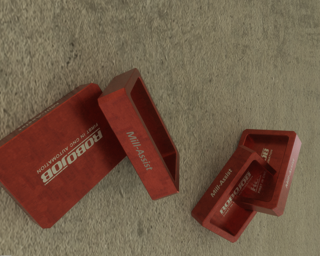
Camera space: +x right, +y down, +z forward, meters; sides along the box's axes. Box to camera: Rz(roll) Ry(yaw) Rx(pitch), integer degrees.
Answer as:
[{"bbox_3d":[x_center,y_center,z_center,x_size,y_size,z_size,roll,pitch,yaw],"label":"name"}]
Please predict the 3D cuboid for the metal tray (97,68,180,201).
[{"bbox_3d":[-0.017,0.005,0.353,0.090,0.030,0.130,-81,147,-65],"label":"metal tray"}]

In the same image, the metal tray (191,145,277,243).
[{"bbox_3d":[0.118,0.102,0.471,0.090,0.030,0.130,38,87,-34],"label":"metal tray"}]

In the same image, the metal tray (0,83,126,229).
[{"bbox_3d":[-0.097,0.024,0.320,0.131,0.030,0.090,-44,117,-31],"label":"metal tray"}]

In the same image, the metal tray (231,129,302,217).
[{"bbox_3d":[0.161,0.065,0.491,0.030,0.090,0.130,44,61,-39],"label":"metal tray"}]
